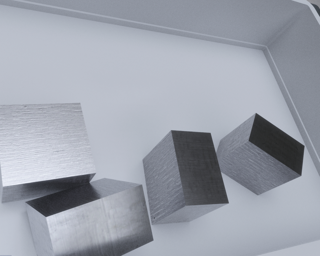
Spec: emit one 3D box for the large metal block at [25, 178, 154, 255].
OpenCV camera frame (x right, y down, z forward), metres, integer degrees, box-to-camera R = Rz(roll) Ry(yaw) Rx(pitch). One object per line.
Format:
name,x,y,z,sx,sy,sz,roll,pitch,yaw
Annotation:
large metal block,-0.065,0.083,0.276,0.081,0.080,0.050,-13,93,-33

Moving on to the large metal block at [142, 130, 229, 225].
large metal block,0.024,0.057,0.348,0.050,0.080,0.080,4,60,-26

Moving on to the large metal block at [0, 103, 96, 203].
large metal block,-0.118,0.023,0.312,0.081,0.050,0.080,-5,64,-30

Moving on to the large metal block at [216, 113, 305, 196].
large metal block,0.131,0.038,0.417,0.080,0.080,0.050,33,52,-7

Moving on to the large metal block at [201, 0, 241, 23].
large metal block,0.133,-0.269,0.608,0.050,0.080,0.080,31,52,-9
